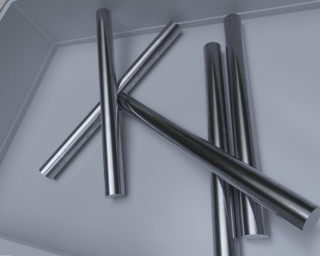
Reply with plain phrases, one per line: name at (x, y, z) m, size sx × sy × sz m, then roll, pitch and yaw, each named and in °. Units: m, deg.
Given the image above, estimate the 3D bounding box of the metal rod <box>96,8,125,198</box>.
metal rod at (-0.074, -0.051, 0.444) m, size 0.025 × 0.025 × 0.299 m, roll -16°, pitch 65°, yaw 19°

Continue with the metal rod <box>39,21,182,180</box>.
metal rod at (-0.071, -0.046, 0.471) m, size 0.025 × 0.025 × 0.300 m, roll 34°, pitch 80°, yaw 38°

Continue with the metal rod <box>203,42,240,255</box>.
metal rod at (0.068, 0.017, 0.359) m, size 0.025 × 0.025 × 0.299 m, roll -12°, pitch 57°, yaw 22°

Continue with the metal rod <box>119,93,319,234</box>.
metal rod at (0.032, 0.016, 0.351) m, size 0.025 × 0.025 × 0.300 m, roll -50°, pitch 43°, yaw -7°

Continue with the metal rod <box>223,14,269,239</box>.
metal rod at (0.097, -0.025, 0.370) m, size 0.025 × 0.025 × 0.299 m, roll -11°, pitch 57°, yaw 22°
